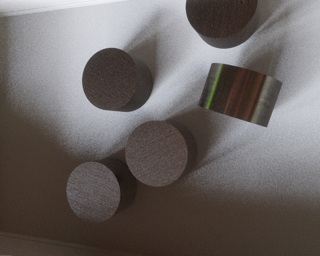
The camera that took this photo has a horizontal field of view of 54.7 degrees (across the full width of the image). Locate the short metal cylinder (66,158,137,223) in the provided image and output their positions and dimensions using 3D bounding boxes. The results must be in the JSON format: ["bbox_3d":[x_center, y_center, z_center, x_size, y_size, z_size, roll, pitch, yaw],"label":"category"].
[{"bbox_3d":[-0.079,0.083,0.425,0.080,0.050,0.080,0,90,20],"label":"short metal cylinder"}]

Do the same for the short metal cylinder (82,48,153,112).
[{"bbox_3d":[-0.056,-0.062,0.417,0.080,0.050,0.080,0,90,20],"label":"short metal cylinder"}]

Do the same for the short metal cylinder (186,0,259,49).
[{"bbox_3d":[0.076,-0.141,0.370,0.080,0.050,0.080,0,90,20],"label":"short metal cylinder"}]

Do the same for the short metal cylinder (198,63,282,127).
[{"bbox_3d":[0.089,-0.037,0.350,0.080,0.080,0.050,19,97,19],"label":"short metal cylinder"}]

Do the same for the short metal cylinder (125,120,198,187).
[{"bbox_3d":[0.003,0.031,0.396,0.080,0.050,0.080,0,90,20],"label":"short metal cylinder"}]
